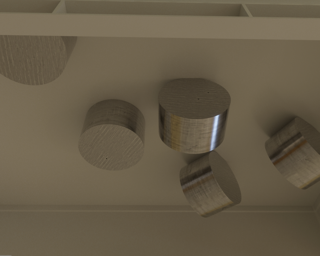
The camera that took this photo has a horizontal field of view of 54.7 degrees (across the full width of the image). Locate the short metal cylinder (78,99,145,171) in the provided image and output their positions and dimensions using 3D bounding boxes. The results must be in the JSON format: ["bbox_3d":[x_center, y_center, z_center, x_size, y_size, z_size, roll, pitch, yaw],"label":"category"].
[{"bbox_3d":[-0.060,0.010,0.400,0.081,0.050,0.079,0,130,0],"label":"short metal cylinder"}]

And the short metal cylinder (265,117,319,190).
[{"bbox_3d":[0.185,0.032,0.404,0.080,0.080,0.050,28,124,-22],"label":"short metal cylinder"}]

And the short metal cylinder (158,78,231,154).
[{"bbox_3d":[0.038,-0.016,0.360,0.081,0.080,0.050,0,130,0],"label":"short metal cylinder"}]

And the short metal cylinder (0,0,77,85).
[{"bbox_3d":[-0.130,-0.091,0.314,0.081,0.050,0.079,0,130,0],"label":"short metal cylinder"}]

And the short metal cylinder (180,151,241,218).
[{"bbox_3d":[0.073,0.080,0.443,0.050,0.080,0.080,-33,123,24],"label":"short metal cylinder"}]
